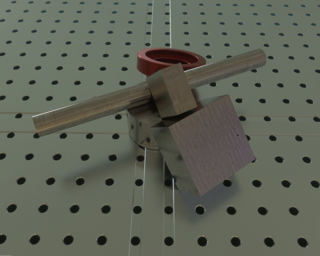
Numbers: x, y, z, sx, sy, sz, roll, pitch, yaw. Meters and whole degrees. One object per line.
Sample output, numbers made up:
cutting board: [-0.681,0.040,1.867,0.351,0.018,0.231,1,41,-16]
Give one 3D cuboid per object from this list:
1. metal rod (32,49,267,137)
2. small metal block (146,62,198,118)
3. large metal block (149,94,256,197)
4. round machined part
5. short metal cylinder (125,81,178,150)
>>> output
metal rod: [0.001,-0.049,0.383,0.302,0.025,0.025,-19,53,-16]
small metal block: [0.012,-0.040,0.346,0.025,0.050,0.050,-23,96,-19]
large metal block: [0.048,0.017,0.348,0.081,0.050,0.080,-29,100,-22]
round machined part: [0.015,-0.084,0.452,0.099,0.042,0.098,5,28,-2]
short metal cylinder: [-0.003,-0.018,0.406,0.081,0.050,0.080,0,50,0]
